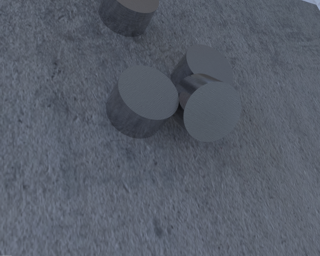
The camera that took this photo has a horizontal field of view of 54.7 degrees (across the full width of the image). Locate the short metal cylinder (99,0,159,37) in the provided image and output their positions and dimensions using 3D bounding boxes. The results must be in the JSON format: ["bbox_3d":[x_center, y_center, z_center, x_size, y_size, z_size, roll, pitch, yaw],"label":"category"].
[{"bbox_3d":[-0.048,-0.189,0.478,0.081,0.050,0.080,14,56,-21],"label":"short metal cylinder"}]

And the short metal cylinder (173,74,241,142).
[{"bbox_3d":[0.059,-0.028,0.411,0.081,0.079,0.050,11,17,-23],"label":"short metal cylinder"}]

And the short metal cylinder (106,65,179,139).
[{"bbox_3d":[-0.023,-0.033,0.397,0.081,0.050,0.080,14,56,-21],"label":"short metal cylinder"}]

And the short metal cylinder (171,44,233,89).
[{"bbox_3d":[0.063,-0.080,0.473,0.081,0.050,0.080,14,56,-21],"label":"short metal cylinder"}]
